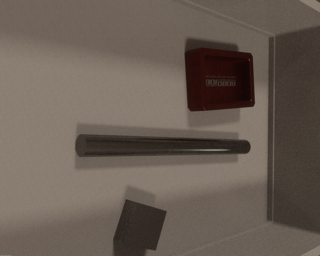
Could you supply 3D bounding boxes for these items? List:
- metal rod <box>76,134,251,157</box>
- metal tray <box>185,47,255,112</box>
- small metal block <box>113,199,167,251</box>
[{"bbox_3d":[0.029,0.026,0.433,0.302,0.025,0.025,3,88,-40],"label":"metal rod"},{"bbox_3d":[0.098,-0.075,0.488,0.131,0.030,0.089,-7,95,-40],"label":"metal tray"},{"bbox_3d":[-0.024,0.122,0.389,0.050,0.025,0.050,27,73,-37],"label":"small metal block"}]
